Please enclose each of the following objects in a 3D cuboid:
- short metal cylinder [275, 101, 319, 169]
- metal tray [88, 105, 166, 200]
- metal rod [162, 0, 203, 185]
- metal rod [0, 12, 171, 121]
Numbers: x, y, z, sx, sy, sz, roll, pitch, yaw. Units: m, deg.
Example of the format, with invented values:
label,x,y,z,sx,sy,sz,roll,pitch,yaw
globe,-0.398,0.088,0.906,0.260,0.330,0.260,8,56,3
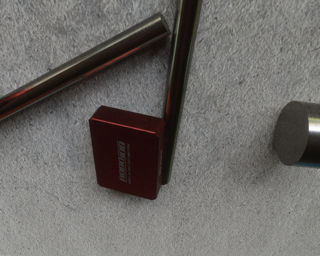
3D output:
label,x,y,z,sx,sy,sz,roll,pitch,yaw
short metal cylinder,0.184,0.009,0.381,0.050,0.080,0.079,6,130,-5
metal tray,-0.042,0.037,0.419,0.090,0.030,0.129,13,131,11
metal rod,0.018,-0.036,0.376,0.025,0.025,0.298,4,130,-4
metal rod,-0.127,-0.052,0.361,0.300,0.025,0.025,-22,127,17
